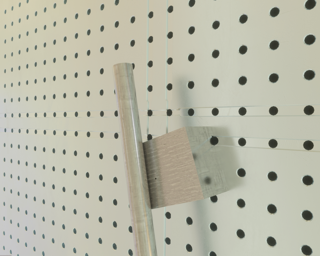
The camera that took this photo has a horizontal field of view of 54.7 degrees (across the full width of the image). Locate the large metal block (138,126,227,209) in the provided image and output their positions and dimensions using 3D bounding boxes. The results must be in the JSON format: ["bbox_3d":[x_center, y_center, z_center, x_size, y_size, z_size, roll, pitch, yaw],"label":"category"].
[{"bbox_3d":[0.024,0.048,0.374,0.080,0.050,0.080,-22,76,38],"label":"large metal block"}]

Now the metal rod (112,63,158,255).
[{"bbox_3d":[-0.026,0.071,0.365,0.025,0.025,0.298,-13,82,39],"label":"metal rod"}]
